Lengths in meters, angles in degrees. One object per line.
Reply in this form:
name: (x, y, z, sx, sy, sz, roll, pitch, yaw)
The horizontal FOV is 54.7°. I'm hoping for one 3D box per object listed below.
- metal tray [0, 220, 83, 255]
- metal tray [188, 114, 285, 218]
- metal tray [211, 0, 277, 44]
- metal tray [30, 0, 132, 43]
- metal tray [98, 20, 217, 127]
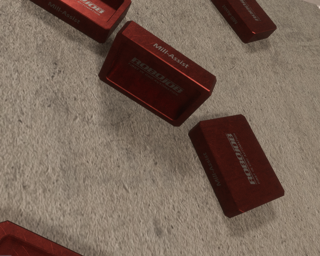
metal tray: (-0.098, 0.147, 0.258, 0.130, 0.030, 0.090, 30, 52, -9)
metal tray: (0.106, 0.048, 0.431, 0.091, 0.030, 0.130, -10, 67, -33)
metal tray: (0.173, -0.240, 0.643, 0.091, 0.030, 0.130, -23, 74, -37)
metal tray: (-0.118, -0.192, 0.454, 0.130, 0.030, 0.090, 30, 52, -9)
metal tray: (-0.006, -0.064, 0.399, 0.130, 0.090, 0.030, 32, 52, -8)
